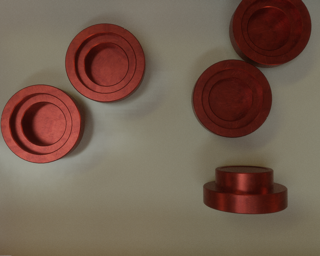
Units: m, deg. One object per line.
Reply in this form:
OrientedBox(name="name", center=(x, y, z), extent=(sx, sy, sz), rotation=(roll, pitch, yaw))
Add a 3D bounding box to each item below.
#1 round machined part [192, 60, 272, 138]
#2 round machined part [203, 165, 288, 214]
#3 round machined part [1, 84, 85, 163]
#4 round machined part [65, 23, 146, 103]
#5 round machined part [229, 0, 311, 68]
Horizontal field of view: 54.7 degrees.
OrientedBox(name="round machined part", center=(0.090, -0.037, 0.404), extent=(0.099, 0.042, 0.097), rotation=(0, 90, -1))
OrientedBox(name="round machined part", center=(0.102, 0.070, 0.376), extent=(0.099, 0.098, 0.042), rotation=(-1, 90, -1))
OrientedBox(name="round machined part", center=(-0.147, -0.005, 0.401), extent=(0.099, 0.042, 0.097), rotation=(0, 90, -1))
OrientedBox(name="round machined part", center=(-0.068, -0.081, 0.402), extent=(0.099, 0.042, 0.097), rotation=(0, 90, -1))
OrientedBox(name="round machined part", center=(0.139, -0.127, 0.405), extent=(0.099, 0.042, 0.097), rotation=(0, 90, -1))
